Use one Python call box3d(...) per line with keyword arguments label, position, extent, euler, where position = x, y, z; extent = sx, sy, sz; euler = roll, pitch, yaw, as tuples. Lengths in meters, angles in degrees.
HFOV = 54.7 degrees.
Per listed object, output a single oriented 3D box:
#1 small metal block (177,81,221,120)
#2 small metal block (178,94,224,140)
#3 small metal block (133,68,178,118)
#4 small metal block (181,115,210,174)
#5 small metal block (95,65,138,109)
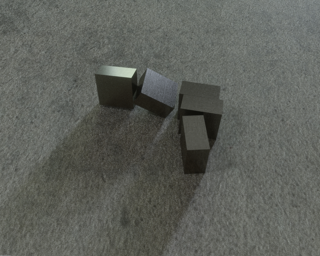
box3d(label="small metal block", position=(0.051, -0.033, 0.415), extent=(0.050, 0.050, 0.025), euler=(9, 51, 7))
box3d(label="small metal block", position=(0.052, -0.013, 0.399), extent=(0.050, 0.050, 0.025), euler=(9, 51, 7))
box3d(label="small metal block", position=(-0.005, -0.048, 0.431), extent=(0.050, 0.025, 0.050), euler=(25, 48, -17))
box3d(label="small metal block", position=(0.040, 0.020, 0.371), extent=(0.025, 0.050, 0.050), euler=(-2, 50, -2))
box3d(label="small metal block", position=(-0.059, -0.057, 0.430), extent=(0.050, 0.050, 0.025), euler=(8, 40, 10))
